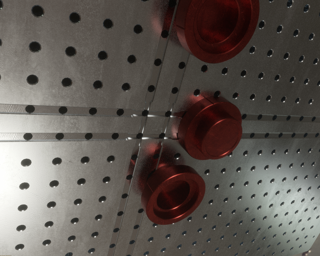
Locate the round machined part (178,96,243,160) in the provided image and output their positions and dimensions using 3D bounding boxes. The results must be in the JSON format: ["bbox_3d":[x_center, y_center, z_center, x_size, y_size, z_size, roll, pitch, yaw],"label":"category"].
[{"bbox_3d":[0.079,0.007,0.450,0.099,0.042,0.097,-14,125,-21],"label":"round machined part"}]

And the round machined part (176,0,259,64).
[{"bbox_3d":[0.061,-0.128,0.356,0.099,0.042,0.097,-14,125,-21],"label":"round machined part"}]

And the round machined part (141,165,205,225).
[{"bbox_3d":[0.016,0.096,0.470,0.099,0.042,0.097,-14,125,-21],"label":"round machined part"}]
